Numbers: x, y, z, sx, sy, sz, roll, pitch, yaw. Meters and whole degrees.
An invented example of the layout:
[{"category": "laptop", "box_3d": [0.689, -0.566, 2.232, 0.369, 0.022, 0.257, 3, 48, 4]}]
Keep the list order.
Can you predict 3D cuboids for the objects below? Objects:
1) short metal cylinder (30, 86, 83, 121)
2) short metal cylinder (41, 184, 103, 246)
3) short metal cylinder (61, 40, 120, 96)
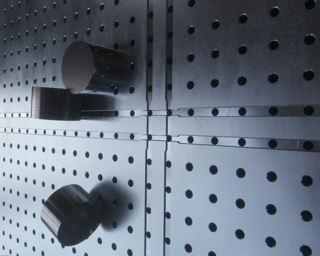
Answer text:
[{"category": "short metal cylinder", "box_3d": [-0.171, -0.040, 0.515, 0.080, 0.081, 0.050, 8, 96, 40]}, {"category": "short metal cylinder", "box_3d": [-0.137, 0.136, 0.487, 0.050, 0.081, 0.079, 29, 108, 36]}, {"category": "short metal cylinder", "box_3d": [-0.109, -0.091, 0.483, 0.080, 0.050, 0.079, 0, 90, 40]}]
